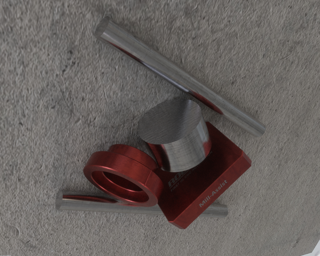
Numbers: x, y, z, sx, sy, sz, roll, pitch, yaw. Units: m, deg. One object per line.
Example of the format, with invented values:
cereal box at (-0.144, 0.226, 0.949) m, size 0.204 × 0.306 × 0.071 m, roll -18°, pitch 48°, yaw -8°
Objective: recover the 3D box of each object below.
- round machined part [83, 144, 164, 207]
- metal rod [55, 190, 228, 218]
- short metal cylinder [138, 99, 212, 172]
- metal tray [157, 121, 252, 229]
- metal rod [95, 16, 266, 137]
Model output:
round machined part at (-0.041, 0.056, 0.385) m, size 0.098 × 0.098 × 0.042 m, roll 54°, pitch 49°, yaw -40°
metal rod at (-0.007, 0.121, 0.477) m, size 0.302 × 0.025 × 0.025 m, roll 14°, pitch 111°, yaw -34°
short metal cylinder at (0.019, 0.008, 0.387) m, size 0.080 × 0.080 × 0.050 m, roll -31°, pitch 129°, yaw -8°
metal tray at (0.049, 0.062, 0.429) m, size 0.130 × 0.090 × 0.030 m, roll -44°, pitch 129°, yaw 3°
metal rod at (0.049, -0.049, 0.403) m, size 0.301 × 0.025 × 0.025 m, roll 26°, pitch 104°, yaw -37°
